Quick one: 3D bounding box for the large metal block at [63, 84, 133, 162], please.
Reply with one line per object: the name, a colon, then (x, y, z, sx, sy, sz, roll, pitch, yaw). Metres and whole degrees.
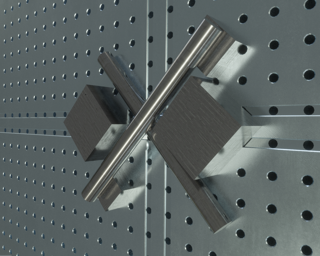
large metal block: (-0.092, -0.007, 0.469, 0.080, 0.050, 0.080, -51, 61, 28)

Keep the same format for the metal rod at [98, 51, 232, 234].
metal rod: (-0.007, 0.002, 0.414, 0.025, 0.025, 0.299, -50, 61, 28)

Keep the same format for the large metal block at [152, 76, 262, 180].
large metal block: (0.051, 0.000, 0.351, 0.080, 0.050, 0.080, 51, 120, 28)

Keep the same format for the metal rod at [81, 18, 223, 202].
metal rod: (-0.024, -0.005, 0.396, 0.298, 0.025, 0.025, -52, 60, 27)

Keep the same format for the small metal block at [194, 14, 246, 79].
small metal block: (0.061, -0.093, 0.360, 0.050, 0.025, 0.050, -52, 60, 27)

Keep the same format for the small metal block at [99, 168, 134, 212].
small metal block: (-0.073, 0.089, 0.470, 0.050, 0.025, 0.050, 52, 120, 27)
